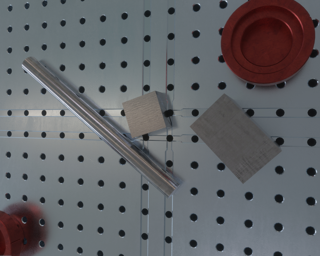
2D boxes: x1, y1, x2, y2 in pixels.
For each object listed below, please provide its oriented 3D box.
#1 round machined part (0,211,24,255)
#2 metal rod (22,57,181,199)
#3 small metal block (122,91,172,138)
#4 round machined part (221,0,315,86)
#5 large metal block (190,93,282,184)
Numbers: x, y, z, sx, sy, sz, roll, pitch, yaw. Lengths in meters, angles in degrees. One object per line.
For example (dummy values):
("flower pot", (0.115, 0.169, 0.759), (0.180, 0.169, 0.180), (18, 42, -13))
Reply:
("round machined part", (-0.259, 0.179, 0.495), (0.098, 0.042, 0.097), (0, 90, 20))
("metal rod", (-0.093, -0.009, 0.445), (0.300, 0.025, 0.025), (39, 103, 15))
("small metal block", (-0.017, -0.017, 0.419), (0.050, 0.025, 0.050), (-18, 84, 19))
("round machined part", (0.124, -0.098, 0.360), (0.098, 0.042, 0.097), (0, 90, 20))
("large metal block", (0.088, 0.010, 0.352), (0.050, 0.080, 0.080), (-45, 76, 14))
